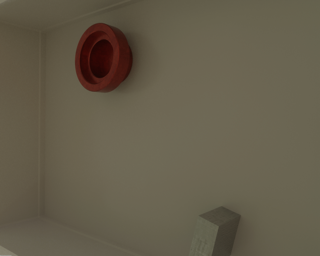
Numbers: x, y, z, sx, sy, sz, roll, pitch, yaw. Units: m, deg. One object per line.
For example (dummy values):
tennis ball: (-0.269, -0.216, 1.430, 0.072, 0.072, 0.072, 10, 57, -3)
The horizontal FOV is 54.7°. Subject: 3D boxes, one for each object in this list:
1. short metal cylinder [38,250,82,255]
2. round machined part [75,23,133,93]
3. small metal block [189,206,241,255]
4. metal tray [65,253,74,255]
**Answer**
short metal cylinder: (-0.162, 0.236, 0.490, 0.080, 0.050, 0.080, -4, 69, 12)
round machined part: (-0.079, -0.101, 0.458, 0.098, 0.042, 0.097, 0, 90, 39)
small metal block: (0.061, 0.119, 0.339, 0.025, 0.050, 0.050, 19, 102, 38)
metal tray: (-0.179, 0.296, 0.550, 0.129, 0.030, 0.090, -48, 62, 29)
